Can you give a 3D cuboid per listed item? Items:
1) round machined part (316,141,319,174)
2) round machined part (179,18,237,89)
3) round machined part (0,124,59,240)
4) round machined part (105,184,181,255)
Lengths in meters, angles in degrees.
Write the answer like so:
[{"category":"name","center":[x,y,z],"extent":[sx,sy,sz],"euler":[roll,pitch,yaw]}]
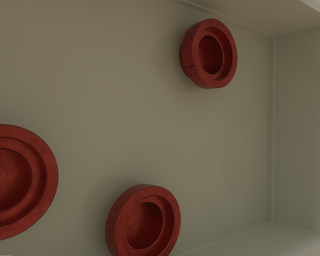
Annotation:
[{"category":"round machined part","center":[0.427,0.072,0.762],"extent":[0.099,0.042,0.097],"euler":[0,90,-40]},{"category":"round machined part","center":[0.067,-0.105,0.454],"extent":[0.099,0.042,0.097],"euler":[0,90,-40]},{"category":"round machined part","center":[-0.146,0.045,0.274],"extent":[0.099,0.042,0.097],"euler":[0,90,-40]},{"category":"round machined part","center":[-0.024,0.117,0.377],"extent":[0.099,0.042,0.097],"euler":[0,90,-40]}]
